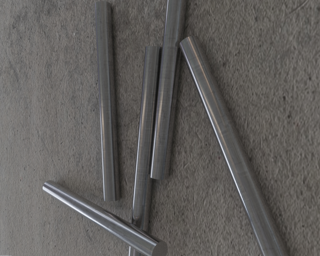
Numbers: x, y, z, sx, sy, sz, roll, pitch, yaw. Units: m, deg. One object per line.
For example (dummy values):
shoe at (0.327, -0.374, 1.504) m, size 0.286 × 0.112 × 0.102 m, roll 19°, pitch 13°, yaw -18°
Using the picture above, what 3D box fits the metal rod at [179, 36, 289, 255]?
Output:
metal rod at (0.082, 0.032, 0.336) m, size 0.025 × 0.025 × 0.299 m, roll -30°, pitch 71°, yaw 36°

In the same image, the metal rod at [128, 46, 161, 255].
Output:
metal rod at (-0.020, 0.042, 0.421) m, size 0.025 × 0.025 × 0.298 m, roll 8°, pitch 95°, yaw 39°

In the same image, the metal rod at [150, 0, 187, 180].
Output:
metal rod at (0.014, -0.083, 0.393) m, size 0.025 × 0.025 × 0.298 m, roll 9°, pitch 96°, yaw 39°

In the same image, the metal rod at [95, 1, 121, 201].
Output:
metal rod at (-0.080, -0.041, 0.471) m, size 0.025 × 0.025 × 0.298 m, roll -5°, pitch 87°, yaw 40°

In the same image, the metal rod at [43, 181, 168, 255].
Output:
metal rod at (-0.103, 0.127, 0.468) m, size 0.300 × 0.025 × 0.025 m, roll 10°, pitch 96°, yaw 46°
